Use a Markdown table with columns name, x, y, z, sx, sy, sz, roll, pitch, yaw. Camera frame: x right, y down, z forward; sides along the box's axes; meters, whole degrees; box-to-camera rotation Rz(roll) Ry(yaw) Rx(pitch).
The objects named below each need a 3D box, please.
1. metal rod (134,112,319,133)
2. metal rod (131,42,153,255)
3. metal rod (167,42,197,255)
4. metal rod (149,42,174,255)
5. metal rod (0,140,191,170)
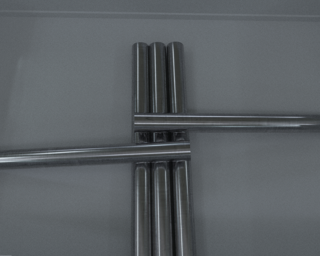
| name | x | y | z | sx | sy | sz | roll | pitch | yaw |
| --- | --- | --- | --- | --- | --- | --- | --- | --- | --- |
| metal rod | 0.119 | -0.006 | 0.394 | 0.302 | 0.025 | 0.025 | 0 | 70 | -7 |
| metal rod | -0.024 | 0.023 | 0.400 | 0.025 | 0.025 | 0.299 | -1 | 70 | -1 |
| metal rod | 0.026 | 0.022 | 0.401 | 0.025 | 0.025 | 0.299 | -1 | 70 | -1 |
| metal rod | 0.000 | 0.022 | 0.400 | 0.025 | 0.025 | 0.299 | -1 | 70 | -1 |
| metal rod | -0.114 | 0.035 | 0.377 | 0.302 | 0.025 | 0.025 | -3 | 70 | 5 |
